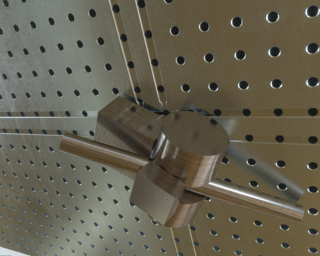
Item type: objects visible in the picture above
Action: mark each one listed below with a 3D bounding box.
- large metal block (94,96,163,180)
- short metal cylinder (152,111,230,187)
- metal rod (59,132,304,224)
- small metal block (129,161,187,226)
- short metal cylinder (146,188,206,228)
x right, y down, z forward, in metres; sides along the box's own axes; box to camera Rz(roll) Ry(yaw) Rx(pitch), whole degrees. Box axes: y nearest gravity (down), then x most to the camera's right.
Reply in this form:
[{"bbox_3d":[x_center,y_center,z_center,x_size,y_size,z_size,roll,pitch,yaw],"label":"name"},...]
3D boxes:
[{"bbox_3d":[-0.040,0.016,0.419,0.080,0.050,0.079,26,128,12],"label":"large metal block"},{"bbox_3d":[0.035,0.023,0.367,0.080,0.080,0.050,25,127,13],"label":"short metal cylinder"},{"bbox_3d":[0.027,0.061,0.379,0.302,0.025,0.025,17,127,-1],"label":"metal rod"},{"bbox_3d":[-0.003,0.074,0.352,0.050,0.025,0.050,31,129,18],"label":"small metal block"},{"bbox_3d":[0.019,0.083,0.412,0.080,0.080,0.050,27,128,11],"label":"short metal cylinder"}]
